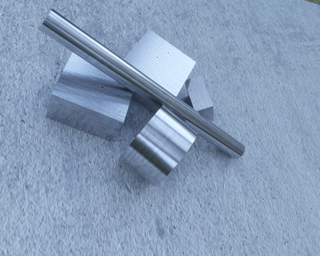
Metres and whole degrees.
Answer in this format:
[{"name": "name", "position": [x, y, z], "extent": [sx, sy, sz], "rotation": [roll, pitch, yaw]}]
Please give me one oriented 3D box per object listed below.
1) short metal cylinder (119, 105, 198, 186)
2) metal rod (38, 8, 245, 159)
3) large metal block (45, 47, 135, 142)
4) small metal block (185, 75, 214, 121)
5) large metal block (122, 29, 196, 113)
[{"name": "short metal cylinder", "position": [-0.002, 0.020, 0.356], "extent": [0.050, 0.080, 0.080], "rotation": [40, 51, -2]}, {"name": "metal rod", "position": [0.000, -0.037, 0.375], "extent": [0.301, 0.025, 0.025], "rotation": [32, 50, -28]}, {"name": "large metal block", "position": [-0.079, -0.041, 0.371], "extent": [0.080, 0.050, 0.080], "rotation": [23, 53, -15]}, {"name": "small metal block", "position": [0.056, -0.038, 0.440], "extent": [0.025, 0.050, 0.050], "rotation": [-17, 67, 4]}, {"name": "large metal block", "position": [-0.008, -0.076, 0.428], "extent": [0.080, 0.050, 0.080], "rotation": [34, 51, -6]}]
